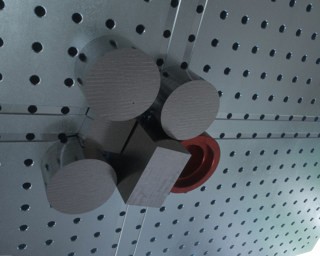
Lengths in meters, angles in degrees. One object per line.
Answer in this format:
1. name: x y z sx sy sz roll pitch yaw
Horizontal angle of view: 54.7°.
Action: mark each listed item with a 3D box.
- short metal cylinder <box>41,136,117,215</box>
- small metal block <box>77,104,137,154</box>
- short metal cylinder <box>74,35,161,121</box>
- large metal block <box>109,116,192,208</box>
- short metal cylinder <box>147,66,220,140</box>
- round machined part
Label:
1. short metal cylinder: -0.099 0.057 0.376 0.081 0.050 0.079 -14 124 -21
2. small metal block: -0.064 0.000 0.375 0.050 0.025 0.050 16 110 -35
3. short metal cylinder: -0.047 -0.054 0.336 0.081 0.050 0.079 -14 124 -21
4. large metal block: -0.018 0.040 0.386 0.050 0.080 0.080 17 110 -35
5. short metal cylinder: 0.027 -0.032 0.390 0.081 0.050 0.079 -14 124 -21
6. round machined part: 0.034 0.042 0.444 0.099 0.042 0.097 -14 124 -21
